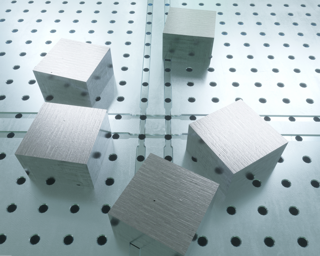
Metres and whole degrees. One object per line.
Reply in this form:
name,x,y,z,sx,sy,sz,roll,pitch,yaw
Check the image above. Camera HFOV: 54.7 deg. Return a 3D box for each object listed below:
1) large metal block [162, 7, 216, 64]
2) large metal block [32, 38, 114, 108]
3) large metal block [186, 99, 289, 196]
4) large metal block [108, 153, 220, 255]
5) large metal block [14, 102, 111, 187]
large metal block,0.050,-0.158,0.525,0.080,0.050,0.080,7,50,5
large metal block,-0.124,-0.083,0.460,0.080,0.050,0.080,14,51,10
large metal block,0.089,0.021,0.375,0.081,0.050,0.080,-25,55,-20
large metal block,0.005,0.084,0.321,0.080,0.050,0.080,23,54,18
large metal block,-0.111,0.019,0.374,0.080,0.050,0.080,7,50,5
